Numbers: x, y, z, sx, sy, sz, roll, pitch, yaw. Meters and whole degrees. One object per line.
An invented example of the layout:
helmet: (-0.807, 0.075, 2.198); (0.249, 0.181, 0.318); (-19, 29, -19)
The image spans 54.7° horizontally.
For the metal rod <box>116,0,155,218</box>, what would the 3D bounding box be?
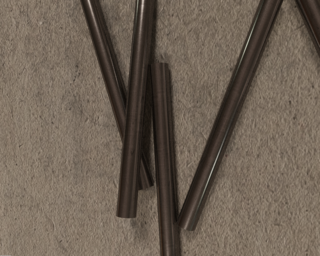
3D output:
metal rod: (-0.030, -0.038, 0.400); (0.025, 0.025, 0.298); (3, 84, 19)

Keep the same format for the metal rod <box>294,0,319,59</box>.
metal rod: (0.193, -0.072, 0.341); (0.025, 0.025, 0.299); (-22, 83, 18)

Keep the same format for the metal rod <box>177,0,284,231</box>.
metal rod: (0.083, -0.015, 0.379); (0.025, 0.025, 0.298); (22, 97, 18)

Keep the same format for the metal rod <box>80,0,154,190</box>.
metal rod: (-0.064, -0.062, 0.430); (0.025, 0.025, 0.299); (-19, 84, 18)

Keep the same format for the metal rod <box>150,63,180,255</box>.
metal rod: (0.007, 0.065, 0.405); (0.025, 0.025, 0.298); (-4, 89, 19)
